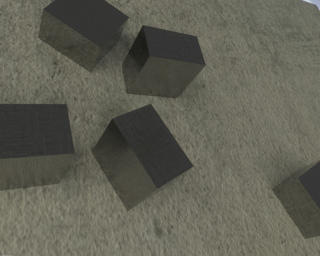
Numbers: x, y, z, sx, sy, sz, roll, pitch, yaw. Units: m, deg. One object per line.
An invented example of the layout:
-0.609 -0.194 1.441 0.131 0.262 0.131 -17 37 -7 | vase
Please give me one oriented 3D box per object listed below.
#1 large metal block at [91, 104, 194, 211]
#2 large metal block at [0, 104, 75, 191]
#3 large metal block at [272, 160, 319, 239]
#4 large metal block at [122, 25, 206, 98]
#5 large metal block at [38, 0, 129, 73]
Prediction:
-0.023 0.034 0.337 0.050 0.080 0.080 -25 76 -37 | large metal block
-0.132 0.020 0.286 0.081 0.080 0.050 -2 63 -30 | large metal block
0.226 0.101 0.451 0.081 0.050 0.080 -21 73 -36 | large metal block
0.002 -0.086 0.424 0.081 0.080 0.050 3 61 -27 | large metal block
-0.101 -0.136 0.417 0.080 0.050 0.080 34 51 -7 | large metal block
